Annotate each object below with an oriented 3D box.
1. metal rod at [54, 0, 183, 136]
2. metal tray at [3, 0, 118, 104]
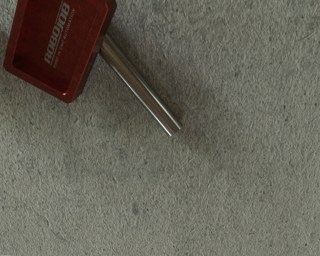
[{"bbox_3d":[-0.072,-0.108,0.369,0.025,0.025,0.300,-36,106,12],"label":"metal rod"},{"bbox_3d":[-0.115,-0.102,0.348,0.090,0.030,0.129,29,121,-4],"label":"metal tray"}]
